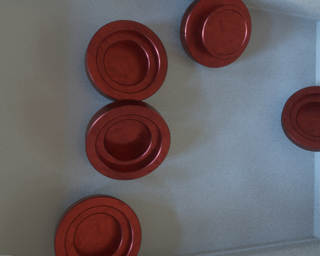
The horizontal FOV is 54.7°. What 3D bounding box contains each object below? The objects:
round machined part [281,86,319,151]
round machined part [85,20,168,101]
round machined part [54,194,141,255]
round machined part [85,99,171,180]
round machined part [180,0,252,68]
[{"bbox_3d":[0.236,-0.011,0.472,0.098,0.042,0.098,-4,72,13],"label":"round machined part"},{"bbox_3d":[-0.044,-0.079,0.385,0.099,0.042,0.097,0,90,-20],"label":"round machined part"},{"bbox_3d":[-0.075,0.129,0.371,0.099,0.042,0.097,2,84,-21],"label":"round machined part"},{"bbox_3d":[-0.040,0.011,0.374,0.099,0.042,0.097,-6,116,-13],"label":"round machined part"},{"bbox_3d":[0.080,-0.129,0.414,0.099,0.042,0.097,-7,113,-16],"label":"round machined part"}]
